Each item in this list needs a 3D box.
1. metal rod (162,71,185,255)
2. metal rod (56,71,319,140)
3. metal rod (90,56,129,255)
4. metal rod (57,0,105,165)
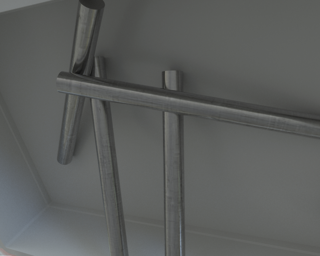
[{"bbox_3d":[0.017,0.083,0.371,0.025,0.025,0.298,1,94,27],"label":"metal rod"},{"bbox_3d":[0.034,-0.025,0.335,0.302,0.025,0.025,11,124,7],"label":"metal rod"},{"bbox_3d":[-0.068,0.057,0.411,0.025,0.025,0.298,-3,96,29],"label":"metal rod"},{"bbox_3d":[-0.114,-0.036,0.413,0.025,0.025,0.298,34,138,5],"label":"metal rod"}]
